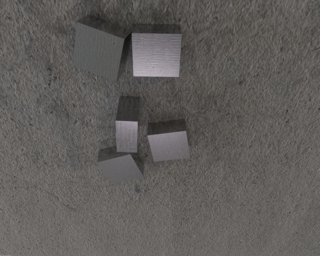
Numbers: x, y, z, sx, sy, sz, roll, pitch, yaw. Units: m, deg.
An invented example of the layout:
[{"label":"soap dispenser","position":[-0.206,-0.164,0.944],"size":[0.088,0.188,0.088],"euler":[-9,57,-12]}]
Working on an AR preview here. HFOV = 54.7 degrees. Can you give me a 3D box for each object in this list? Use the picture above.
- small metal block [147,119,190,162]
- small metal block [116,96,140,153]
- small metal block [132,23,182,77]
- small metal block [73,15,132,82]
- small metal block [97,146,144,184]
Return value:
[{"label":"small metal block","position":[0.013,0.017,0.422],"size":[0.050,0.025,0.050],"euler":[-7,130,6]},{"label":"small metal block","position":[-0.039,-0.005,0.386],"size":[0.025,0.050,0.050],"euler":[3,130,-2]},{"label":"small metal block","position":[-0.004,-0.084,0.336],"size":[0.050,0.025,0.050],"euler":[1,130,-1]},{"label":"small metal block","position":[-0.061,-0.084,0.327],"size":[0.050,0.025,0.050],"euler":[20,129,2]},{"label":"small metal block","position":[-0.056,0.052,0.451],"size":[0.050,0.025,0.050],"euler":[-15,129,12]}]
